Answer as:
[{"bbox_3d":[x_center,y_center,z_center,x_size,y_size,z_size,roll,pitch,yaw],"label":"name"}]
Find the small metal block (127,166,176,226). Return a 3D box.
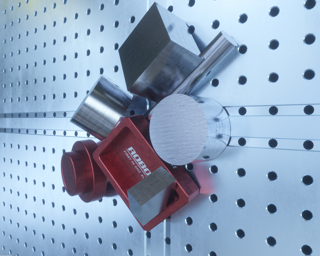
[{"bbox_3d":[-0.009,0.080,0.362,0.025,0.050,0.050,41,150,30],"label":"small metal block"}]

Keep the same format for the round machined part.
[{"bbox_3d":[-0.124,0.068,0.483,0.098,0.042,0.097,14,107,54],"label":"round machined part"}]

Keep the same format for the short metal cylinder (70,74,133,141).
[{"bbox_3d":[-0.082,-0.029,0.434,0.080,0.050,0.080,-49,18,22],"label":"short metal cylinder"}]

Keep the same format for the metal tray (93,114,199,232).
[{"bbox_3d":[-0.022,0.058,0.406,0.090,0.030,0.130,-45,76,31],"label":"metal tray"}]

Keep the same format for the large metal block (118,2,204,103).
[{"bbox_3d":[-0.003,-0.091,0.380,0.080,0.050,0.080,-44,44,31],"label":"large metal block"}]

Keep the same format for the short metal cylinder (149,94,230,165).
[{"bbox_3d":[0.034,0.002,0.364,0.080,0.050,0.079,0,90,40],"label":"short metal cylinder"}]

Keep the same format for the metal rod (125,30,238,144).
[{"bbox_3d":[-0.013,-0.009,0.422,0.299,0.025,0.025,-45,63,31],"label":"metal rod"}]
